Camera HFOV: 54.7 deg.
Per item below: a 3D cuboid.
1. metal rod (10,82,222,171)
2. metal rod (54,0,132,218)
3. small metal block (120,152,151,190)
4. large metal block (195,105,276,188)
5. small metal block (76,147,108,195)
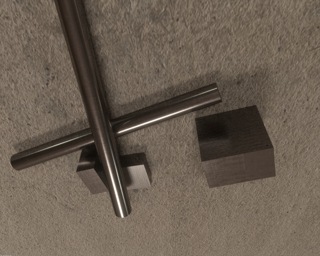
[{"bbox_3d":[-0.068,0.003,0.408,0.301,0.025,0.025,-18,128,14],"label":"metal rod"},{"bbox_3d":[-0.072,-0.005,0.373,0.025,0.025,0.298,-6,122,4],"label":"metal rod"},{"bbox_3d":[-0.043,0.066,0.463,0.050,0.025,0.050,-9,130,7],"label":"small metal block"},{"bbox_3d":[0.093,0.022,0.392,0.080,0.080,0.050,-12,129,10],"label":"large metal block"},{"bbox_3d":[-0.091,0.057,0.438,0.025,0.050,0.050,-14,129,11],"label":"small metal block"}]
